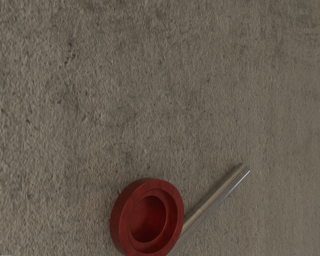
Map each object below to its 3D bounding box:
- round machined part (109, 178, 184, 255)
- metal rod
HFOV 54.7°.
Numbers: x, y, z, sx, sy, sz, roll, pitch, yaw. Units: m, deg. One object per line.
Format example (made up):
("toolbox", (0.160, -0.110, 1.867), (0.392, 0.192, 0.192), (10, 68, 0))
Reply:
("round machined part", (-0.020, 0.109, 0.379), (0.099, 0.042, 0.097), (0, 90, -40))
("metal rod", (0.040, 0.140, 0.440), (0.302, 0.025, 0.025), (-35, 112, -35))
